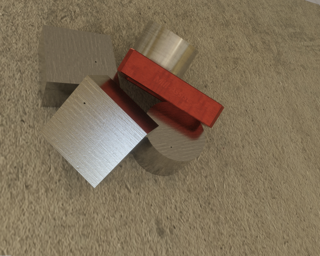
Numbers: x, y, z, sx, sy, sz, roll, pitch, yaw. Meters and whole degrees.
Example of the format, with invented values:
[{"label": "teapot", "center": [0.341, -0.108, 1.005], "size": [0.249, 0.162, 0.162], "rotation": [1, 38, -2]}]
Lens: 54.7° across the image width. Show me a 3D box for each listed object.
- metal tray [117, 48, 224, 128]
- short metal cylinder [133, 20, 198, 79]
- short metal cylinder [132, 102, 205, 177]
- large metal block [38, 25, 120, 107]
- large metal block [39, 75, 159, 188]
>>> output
[{"label": "metal tray", "center": [0.010, -0.049, 0.400], "size": [0.130, 0.090, 0.030], "rotation": [31, 92, -8]}, {"label": "short metal cylinder", "center": [0.006, -0.106, 0.432], "size": [0.080, 0.050, 0.080], "rotation": [31, 11, -6]}, {"label": "short metal cylinder", "center": [0.009, 0.014, 0.386], "size": [0.081, 0.050, 0.080], "rotation": [14, 56, -21]}, {"label": "large metal block", "center": [-0.101, -0.071, 0.376], "size": [0.081, 0.050, 0.080], "rotation": [1, 61, -28]}, {"label": "large metal block", "center": [-0.062, 0.001, 0.327], "size": [0.080, 0.080, 0.050], "rotation": [45, 15, 2]}]
